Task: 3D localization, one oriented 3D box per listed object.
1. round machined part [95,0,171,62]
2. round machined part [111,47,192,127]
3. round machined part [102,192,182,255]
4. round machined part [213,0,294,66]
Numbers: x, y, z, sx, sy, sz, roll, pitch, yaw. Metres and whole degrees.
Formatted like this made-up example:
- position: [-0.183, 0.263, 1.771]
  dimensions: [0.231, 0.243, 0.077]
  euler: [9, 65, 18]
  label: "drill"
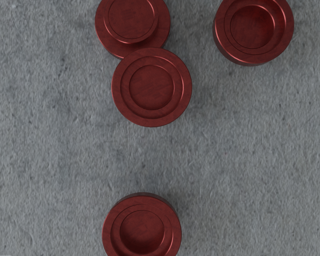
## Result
- position: [-0.035, -0.138, 0.401]
  dimensions: [0.099, 0.042, 0.097]
  euler: [0, 90, -1]
  label: "round machined part"
- position: [-0.011, -0.052, 0.396]
  dimensions: [0.099, 0.042, 0.097]
  euler: [-1, 99, -3]
  label: "round machined part"
- position: [-0.022, 0.131, 0.401]
  dimensions: [0.099, 0.042, 0.097]
  euler: [0, 90, -1]
  label: "round machined part"
- position: [0.117, -0.128, 0.403]
  dimensions: [0.099, 0.042, 0.097]
  euler: [0, 90, -1]
  label: "round machined part"
